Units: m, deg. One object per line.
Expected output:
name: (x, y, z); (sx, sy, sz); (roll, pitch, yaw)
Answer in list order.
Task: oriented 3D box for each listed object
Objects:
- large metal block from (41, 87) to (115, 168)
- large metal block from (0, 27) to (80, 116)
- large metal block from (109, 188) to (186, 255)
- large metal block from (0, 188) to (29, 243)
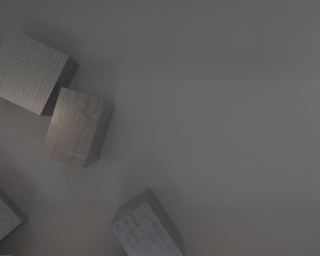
large metal block: (-0.097, -0.001, 0.383); (0.050, 0.080, 0.080); (17, 90, 0)
large metal block: (-0.163, -0.068, 0.397); (0.080, 0.050, 0.080); (26, 90, 0)
large metal block: (-0.013, 0.129, 0.384); (0.050, 0.080, 0.080); (-34, 90, 0)
large metal block: (-0.229, 0.114, 0.386); (0.080, 0.050, 0.080); (-42, 90, -19)
